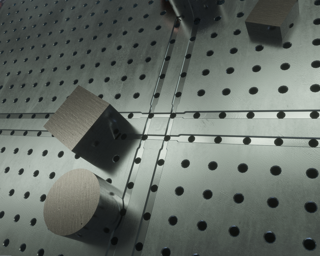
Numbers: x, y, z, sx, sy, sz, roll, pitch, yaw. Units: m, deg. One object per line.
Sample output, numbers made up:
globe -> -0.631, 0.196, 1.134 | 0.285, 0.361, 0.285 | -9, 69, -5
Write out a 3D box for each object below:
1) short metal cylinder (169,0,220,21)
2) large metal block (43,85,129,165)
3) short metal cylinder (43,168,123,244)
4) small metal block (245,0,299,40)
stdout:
short metal cylinder -> 0.052, -0.221, 0.500 | 0.080, 0.050, 0.080 | -13, 56, 21
large metal block -> -0.108, -0.006, 0.453 | 0.080, 0.050, 0.080 | 30, 78, 37
short metal cylinder -> -0.094, 0.096, 0.383 | 0.080, 0.050, 0.080 | -13, 56, 21
small metal block -> 0.152, -0.151, 0.421 | 0.050, 0.025, 0.050 | 25, 75, 36
